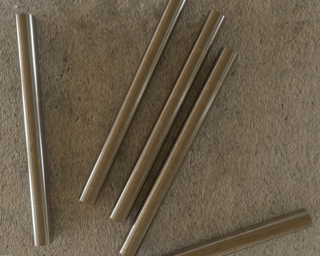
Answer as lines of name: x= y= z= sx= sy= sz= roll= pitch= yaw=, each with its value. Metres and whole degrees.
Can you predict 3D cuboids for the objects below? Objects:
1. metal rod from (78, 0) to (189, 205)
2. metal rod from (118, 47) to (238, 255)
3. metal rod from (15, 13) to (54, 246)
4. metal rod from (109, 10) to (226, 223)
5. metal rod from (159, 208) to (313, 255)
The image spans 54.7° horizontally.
metal rod: x=-0.034 y=-0.040 z=0.409 sx=0.025 sy=0.025 sz=0.299 roll=24 pitch=90 yaw=0
metal rod: x=0.024 y=0.032 z=0.409 sx=0.025 sy=0.025 sz=0.299 roll=27 pitch=90 yaw=0
metal rod: x=-0.165 y=0.002 z=0.408 sx=0.025 sy=0.025 sz=0.298 roll=-5 pitch=90 yaw=0
metal rod: x=0.010 y=-0.015 z=0.409 sx=0.025 sy=0.025 sz=0.299 roll=26 pitch=90 yaw=0
metal rod: x=0.052 y=0.166 z=0.410 sx=0.302 sy=0.025 sz=0.025 roll=-18 pitch=90 yaw=0
